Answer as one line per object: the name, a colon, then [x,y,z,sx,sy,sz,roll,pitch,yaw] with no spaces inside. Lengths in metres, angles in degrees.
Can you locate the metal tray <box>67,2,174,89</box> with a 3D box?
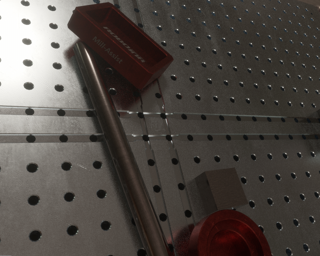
metal tray: [-0.051,-0.119,0.434,0.130,0.030,0.090,41,33,0]

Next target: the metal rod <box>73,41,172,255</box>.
metal rod: [-0.049,0.021,0.369,0.025,0.025,0.299,-10,67,-33]

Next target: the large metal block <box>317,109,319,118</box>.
large metal block: [0.364,-0.006,0.596,0.081,0.050,0.080,8,58,-25]

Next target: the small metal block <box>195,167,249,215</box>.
small metal block: [0.080,0.082,0.403,0.050,0.025,0.050,-2,63,-30]

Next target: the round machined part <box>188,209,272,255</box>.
round machined part: [0.075,0.146,0.350,0.099,0.042,0.098,14,56,-21]
